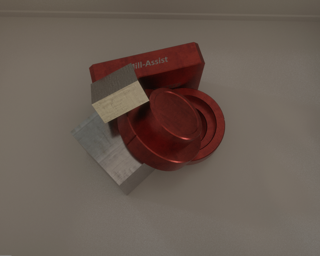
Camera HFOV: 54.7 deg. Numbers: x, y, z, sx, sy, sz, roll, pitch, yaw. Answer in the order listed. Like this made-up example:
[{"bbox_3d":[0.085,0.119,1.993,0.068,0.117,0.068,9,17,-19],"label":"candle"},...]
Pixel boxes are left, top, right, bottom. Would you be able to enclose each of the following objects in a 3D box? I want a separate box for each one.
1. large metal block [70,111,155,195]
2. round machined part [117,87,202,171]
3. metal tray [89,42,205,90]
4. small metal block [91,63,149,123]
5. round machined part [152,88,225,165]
[{"bbox_3d":[-0.051,0.029,0.368,0.050,0.080,0.080,-42,76,-14],"label":"large metal block"},{"bbox_3d":[0.007,-0.005,0.340,0.099,0.042,0.098,24,43,-24],"label":"round machined part"},{"bbox_3d":[-0.015,-0.059,0.394,0.131,0.090,0.030,-14,72,-6],"label":"metal tray"},{"bbox_3d":[-0.043,-0.038,0.323,0.050,0.025,0.050,-27,33,3],"label":"small metal block"},{"bbox_3d":[0.031,0.001,0.400,0.099,0.042,0.098,0,70,-1],"label":"round machined part"}]
